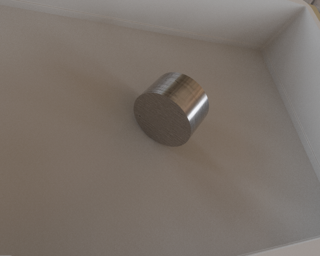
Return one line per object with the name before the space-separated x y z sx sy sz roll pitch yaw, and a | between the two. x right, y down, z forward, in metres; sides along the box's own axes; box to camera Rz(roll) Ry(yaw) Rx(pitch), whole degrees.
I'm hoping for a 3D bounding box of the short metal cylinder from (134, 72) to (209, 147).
short metal cylinder | 0.014 -0.023 0.390 0.080 0.080 0.050 41 51 -1
